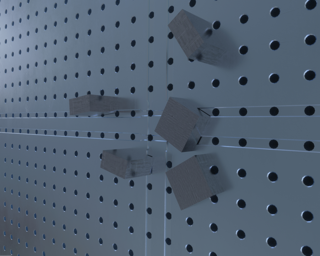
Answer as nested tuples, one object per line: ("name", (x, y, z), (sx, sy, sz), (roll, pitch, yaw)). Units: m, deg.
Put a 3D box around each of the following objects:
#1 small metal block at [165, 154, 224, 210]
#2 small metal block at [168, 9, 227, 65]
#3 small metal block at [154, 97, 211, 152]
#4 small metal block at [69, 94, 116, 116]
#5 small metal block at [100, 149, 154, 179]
("small metal block", (0.041, 0.065, 0.377), (0.050, 0.025, 0.050), (-36, 68, 34))
("small metal block", (0.044, -0.104, 0.358), (0.025, 0.050, 0.050), (-41, 65, 32))
("small metal block", (0.027, -0.005, 0.388), (0.050, 0.025, 0.050), (38, 113, 33))
("small metal block", (-0.104, -0.034, 0.481), (0.050, 0.050, 0.025), (-7, 86, 40))
("small metal block", (-0.046, 0.048, 0.432), (0.050, 0.050, 0.025), (17, 101, 39))
